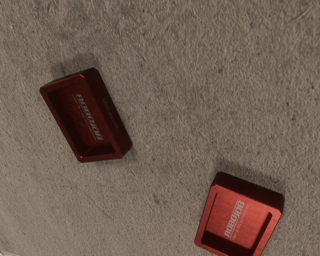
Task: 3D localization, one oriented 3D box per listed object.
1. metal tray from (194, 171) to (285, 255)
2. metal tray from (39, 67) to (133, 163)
[{"bbox_3d":[0.105,0.130,0.427,0.090,0.030,0.129,20,126,16],"label":"metal tray"},{"bbox_3d":[-0.106,-0.014,0.448,0.090,0.030,0.129,-10,114,32],"label":"metal tray"}]
